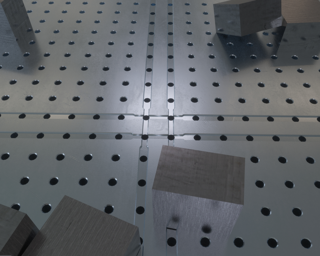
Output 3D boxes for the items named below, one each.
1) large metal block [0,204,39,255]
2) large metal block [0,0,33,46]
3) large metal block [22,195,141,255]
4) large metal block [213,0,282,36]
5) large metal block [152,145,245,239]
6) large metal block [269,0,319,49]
[{"bbox_3d":[-0.149,0.119,0.271,0.050,0.080,0.080,16,52,13],"label":"large metal block"},{"bbox_3d":[-0.281,-0.196,0.536,0.080,0.080,0.050,12,51,9],"label":"large metal block"},{"bbox_3d":[-0.073,0.122,0.289,0.080,0.050,0.080,19,53,15],"label":"large metal block"},{"bbox_3d":[0.150,-0.197,0.538,0.081,0.050,0.080,-18,26,-15],"label":"large metal block"},{"bbox_3d":[0.037,0.067,0.316,0.080,0.080,0.050,9,51,7],"label":"large metal block"},{"bbox_3d":[0.244,-0.187,0.550,0.080,0.050,0.080,-3,50,-3],"label":"large metal block"}]
